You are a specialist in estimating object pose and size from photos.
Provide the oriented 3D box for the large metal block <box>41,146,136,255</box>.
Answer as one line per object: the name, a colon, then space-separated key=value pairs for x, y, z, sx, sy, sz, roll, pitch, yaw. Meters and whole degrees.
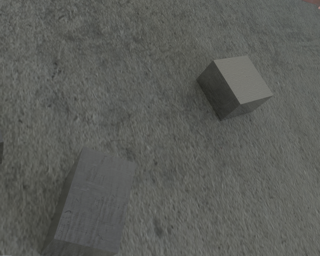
large metal block: x=-0.067 y=0.075 z=0.287 sx=0.050 sy=0.080 sz=0.080 roll=21 pitch=54 yaw=-16

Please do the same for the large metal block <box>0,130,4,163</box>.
large metal block: x=-0.198 y=-0.004 z=0.284 sx=0.081 sy=0.050 sz=0.080 roll=-12 pitch=68 yaw=-33

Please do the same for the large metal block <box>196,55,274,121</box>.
large metal block: x=0.119 y=-0.065 z=0.494 sx=0.081 sy=0.050 sz=0.080 roll=-16 pitch=70 yaw=-35
